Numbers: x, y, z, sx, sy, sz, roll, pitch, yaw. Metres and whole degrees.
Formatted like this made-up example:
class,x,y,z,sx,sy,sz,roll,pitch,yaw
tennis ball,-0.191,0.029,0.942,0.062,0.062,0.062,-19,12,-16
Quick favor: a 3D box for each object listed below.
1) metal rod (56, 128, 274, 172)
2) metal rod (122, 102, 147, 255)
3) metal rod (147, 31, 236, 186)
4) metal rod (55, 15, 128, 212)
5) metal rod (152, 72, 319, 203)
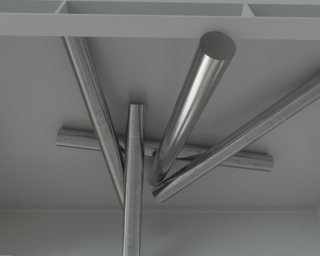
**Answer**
class,x,y,z,sx,sy,sz,roll,pitch,yaw
metal rod,0.012,0.032,0.436,0.302,0.025,0.025,8,130,-7
metal rod,-0.037,0.115,0.416,0.025,0.025,0.298,2,102,-2
metal rod,0.016,0.011,0.337,0.025,0.025,0.299,7,153,-6
metal rod,-0.066,0.013,0.391,0.025,0.025,0.298,-8,121,7
metal rod,0.109,0.010,0.395,0.299,0.025,0.025,-38,121,19
